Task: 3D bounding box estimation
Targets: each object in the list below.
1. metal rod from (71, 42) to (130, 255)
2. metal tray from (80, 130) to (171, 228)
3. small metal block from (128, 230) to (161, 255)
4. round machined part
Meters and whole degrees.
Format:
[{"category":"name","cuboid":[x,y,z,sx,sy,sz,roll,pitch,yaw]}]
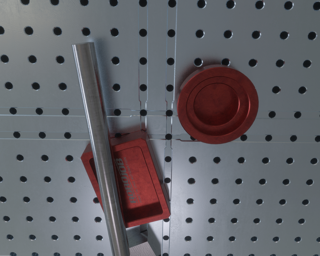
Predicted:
[{"category":"metal rod","cuboid":[-0.071,0.045,0.396,0.025,0.025,0.298,-6,110,2]},{"category":"metal tray","cuboid":[-0.045,0.076,0.438,0.090,0.030,0.129,-15,110,5]},{"category":"small metal block","cuboid":[-0.031,0.196,0.485,0.050,0.025,0.050,-23,109,8]},{"category":"round machined part","cuboid":[0.070,-0.032,0.393,0.099,0.042,0.097,0,110,0]}]
